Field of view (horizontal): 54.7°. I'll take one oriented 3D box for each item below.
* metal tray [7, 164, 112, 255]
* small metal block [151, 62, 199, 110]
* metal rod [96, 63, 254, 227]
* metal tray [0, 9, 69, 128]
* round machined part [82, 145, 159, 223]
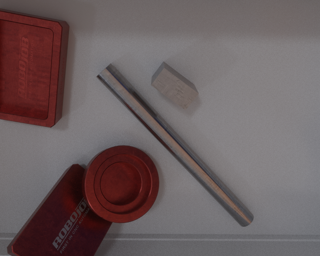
[{"bbox_3d":[-0.116,0.123,0.403,0.090,0.130,0.030,41,141,-14],"label":"metal tray"},{"bbox_3d":[0.017,-0.053,0.379,0.050,0.050,0.025,35,106,-12],"label":"small metal block"},{"bbox_3d":[0.030,0.033,0.423,0.025,0.025,0.300,-40,106,13],"label":"metal rod"},{"bbox_3d":[-0.166,-0.072,0.379,0.091,0.030,0.129,10,110,-4],"label":"metal tray"},{"bbox_3d":[-0.054,0.073,0.412,0.099,0.042,0.097,4,80,-24],"label":"round machined part"}]
